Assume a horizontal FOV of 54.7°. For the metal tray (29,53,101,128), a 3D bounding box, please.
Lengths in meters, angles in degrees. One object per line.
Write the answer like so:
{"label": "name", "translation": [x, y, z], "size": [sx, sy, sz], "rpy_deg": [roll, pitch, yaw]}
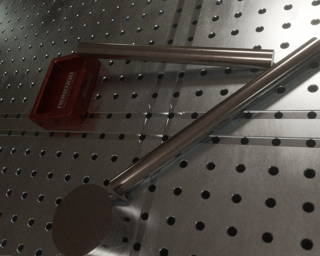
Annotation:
{"label": "metal tray", "translation": [-0.159, -0.067, 0.526], "size": [0.090, 0.030, 0.130], "rpy_deg": [-5, 59, 25]}

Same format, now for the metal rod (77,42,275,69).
{"label": "metal rod", "translation": [0.006, -0.107, 0.449], "size": [0.301, 0.025, 0.025], "rpy_deg": [9, 66, 25]}

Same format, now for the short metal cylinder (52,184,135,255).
{"label": "short metal cylinder", "translation": [-0.077, 0.112, 0.362], "size": [0.080, 0.050, 0.080], "rpy_deg": [-13, 56, 20]}

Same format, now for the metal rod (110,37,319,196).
{"label": "metal rod", "translation": [0.067, -0.011, 0.379], "size": [0.300, 0.025, 0.025], "rpy_deg": [-35, 52, 4]}
